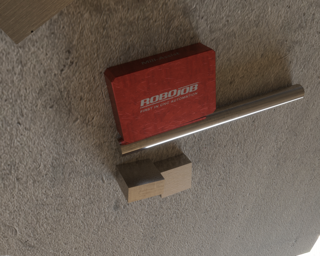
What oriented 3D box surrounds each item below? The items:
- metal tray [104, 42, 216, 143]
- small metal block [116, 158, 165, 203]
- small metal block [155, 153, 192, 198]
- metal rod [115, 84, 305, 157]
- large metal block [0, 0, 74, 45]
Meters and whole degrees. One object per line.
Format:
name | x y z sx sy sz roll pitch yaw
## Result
metal tray | 0.006 -0.044 0.381 0.131 0.030 0.089 -20 126 -17
small metal block | -0.028 0.070 0.420 0.050 0.050 0.025 -9 123 -24
small metal block | 0.019 0.071 0.463 0.050 0.025 0.050 -15 125 -20
metal rod | 0.084 -0.017 0.444 0.302 0.025 0.025 -17 126 -19
large metal block | -0.115 -0.129 0.248 0.080 0.050 0.080 -39 130 -2
